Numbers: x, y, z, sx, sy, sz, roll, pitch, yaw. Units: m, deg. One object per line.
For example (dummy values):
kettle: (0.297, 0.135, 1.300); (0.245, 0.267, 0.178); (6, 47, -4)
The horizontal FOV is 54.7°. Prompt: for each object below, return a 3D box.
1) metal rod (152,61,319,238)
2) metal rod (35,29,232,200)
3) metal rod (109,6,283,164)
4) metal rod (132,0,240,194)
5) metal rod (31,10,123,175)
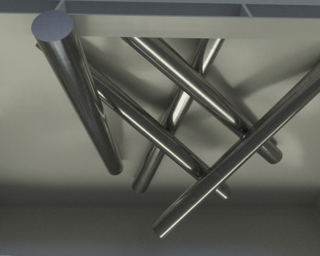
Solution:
metal rod: (0.099, 0.029, 0.378); (0.025, 0.025, 0.299); (37, 103, -28)
metal rod: (-0.016, -0.003, 0.378); (0.300, 0.025, 0.025); (41, 119, -20)
metal rod: (0.065, -0.028, 0.358); (0.025, 0.025, 0.301); (-35, 131, 26)
metal rod: (0.018, -0.014, 0.397); (0.025, 0.025, 0.298); (15, 129, -13)
metal rod: (-0.066, -0.002, 0.324); (0.025, 0.025, 0.299); (0, 156, 0)
